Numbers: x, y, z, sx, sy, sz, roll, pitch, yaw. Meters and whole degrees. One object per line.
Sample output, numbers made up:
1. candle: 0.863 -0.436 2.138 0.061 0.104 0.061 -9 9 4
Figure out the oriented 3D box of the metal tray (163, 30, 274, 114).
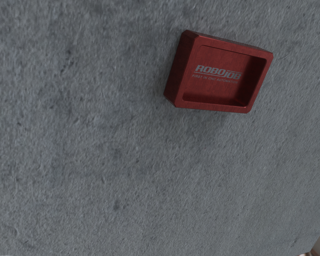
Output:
1. metal tray: 0.078 -0.069 0.405 0.131 0.030 0.089 3 117 -30
